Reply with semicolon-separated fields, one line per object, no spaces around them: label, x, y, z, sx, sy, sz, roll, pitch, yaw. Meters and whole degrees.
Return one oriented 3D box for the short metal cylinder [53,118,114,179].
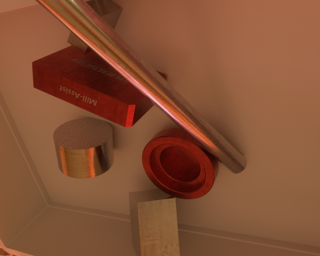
short metal cylinder;-0.108;0.027;0.445;0.080;0.080;0.050;15;125;19

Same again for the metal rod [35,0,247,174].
metal rod;0.002;-0.033;0.302;0.025;0.025;0.301;-21;134;36

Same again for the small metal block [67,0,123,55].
small metal block;-0.074;-0.119;0.357;0.025;0.050;0.050;37;129;3

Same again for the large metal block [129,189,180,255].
large metal block;-0.011;0.134;0.435;0.050;0.080;0.080;-4;89;-14

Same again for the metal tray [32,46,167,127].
metal tray;-0.069;-0.056;0.366;0.130;0.090;0.030;23;127;14

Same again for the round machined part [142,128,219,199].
round machined part;0.029;0.042;0.407;0.098;0.042;0.097;13;124;20
